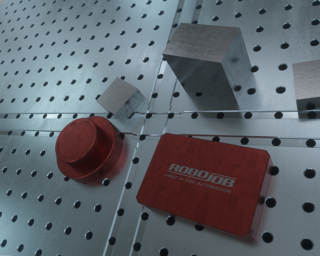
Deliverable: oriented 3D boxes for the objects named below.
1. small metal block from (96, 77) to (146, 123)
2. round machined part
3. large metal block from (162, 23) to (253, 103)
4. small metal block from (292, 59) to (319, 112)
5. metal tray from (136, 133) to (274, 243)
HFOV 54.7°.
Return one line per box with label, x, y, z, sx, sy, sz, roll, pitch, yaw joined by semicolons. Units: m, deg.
small metal block;-0.059;-0.043;0.464;0.050;0.025;0.050;34;80;38
round machined part;-0.107;0.025;0.436;0.098;0.042;0.098;-13;56;20
large metal block;0.062;-0.082;0.390;0.080;0.080;0.050;18;72;35
small metal block;0.178;-0.049;0.345;0.050;0.025;0.050;-7;59;24
metal tray;0.048;0.060;0.343;0.130;0.030;0.090;10;66;32
